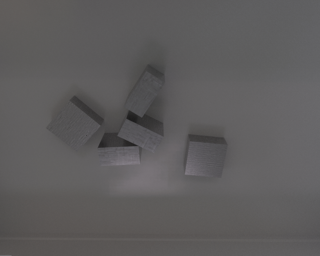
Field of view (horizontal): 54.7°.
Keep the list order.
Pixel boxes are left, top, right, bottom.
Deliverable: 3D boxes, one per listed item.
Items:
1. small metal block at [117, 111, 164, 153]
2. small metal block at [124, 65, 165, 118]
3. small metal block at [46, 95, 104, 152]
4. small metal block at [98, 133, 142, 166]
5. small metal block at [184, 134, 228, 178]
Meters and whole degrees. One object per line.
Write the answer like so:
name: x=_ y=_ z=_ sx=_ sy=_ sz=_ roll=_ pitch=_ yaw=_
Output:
small metal block: x=-0.024 y=0.001 z=0.398 sx=0.050 sy=0.050 sz=0.025 roll=26 pitch=108 yaw=-10
small metal block: x=-0.018 y=-0.047 z=0.380 sx=0.025 sy=0.050 sz=0.050 roll=31 pitch=107 yaw=-11
small metal block: x=-0.111 y=-0.006 z=0.408 sx=0.050 sy=0.025 sz=0.050 roll=41 pitch=105 yaw=-14
small metal block: x=-0.051 y=0.026 z=0.407 sx=0.050 sy=0.050 sz=0.025 roll=-3 pitch=110 yaw=1
small metal block: x=0.061 y=0.038 z=0.426 sx=0.050 sy=0.025 sz=0.050 roll=6 pitch=110 yaw=-2
